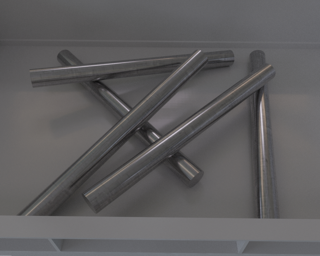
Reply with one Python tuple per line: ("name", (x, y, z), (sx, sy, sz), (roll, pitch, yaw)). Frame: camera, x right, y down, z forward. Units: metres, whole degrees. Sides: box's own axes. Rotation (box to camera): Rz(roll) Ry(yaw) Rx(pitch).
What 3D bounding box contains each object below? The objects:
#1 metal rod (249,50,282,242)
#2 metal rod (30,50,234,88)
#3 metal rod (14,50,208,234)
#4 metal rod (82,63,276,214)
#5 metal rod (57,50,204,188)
("metal rod", (0.134, -0.003, 0.408), (0.025, 0.025, 0.300), (7, 50, 6))
("metal rod", (-0.028, -0.090, 0.456), (0.302, 0.025, 0.025), (-10, 50, -17))
("metal rod", (-0.043, 0.002, 0.374), (0.025, 0.025, 0.301), (34, 66, 25))
("metal rod", (0.041, -0.002, 0.373), (0.302, 0.025, 0.025), (-35, 58, -26))
("metal rod", (-0.056, -0.028, 0.427), (0.025, 0.025, 0.300), (-34, 58, -25))
